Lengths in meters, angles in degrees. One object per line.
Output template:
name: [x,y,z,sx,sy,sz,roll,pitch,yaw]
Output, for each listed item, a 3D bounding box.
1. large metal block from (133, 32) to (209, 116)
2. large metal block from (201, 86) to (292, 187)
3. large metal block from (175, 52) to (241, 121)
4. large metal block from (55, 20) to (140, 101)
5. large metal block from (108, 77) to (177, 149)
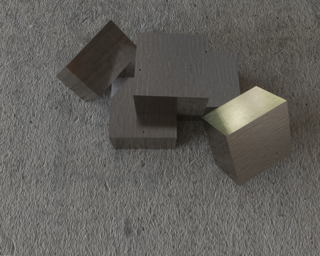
large metal block: [0.013,-0.062,0.364,0.081,0.050,0.080,2,70,0]
large metal block: [0.106,0.009,0.371,0.080,0.080,0.050,-30,35,-11]
large metal block: [0.060,-0.055,0.417,0.081,0.050,0.080,0,70,0]
large metal block: [-0.083,-0.084,0.402,0.050,0.080,0.080,44,73,-21]
large metal block: [-0.020,-0.018,0.400,0.081,0.050,0.080,0,70,0]
